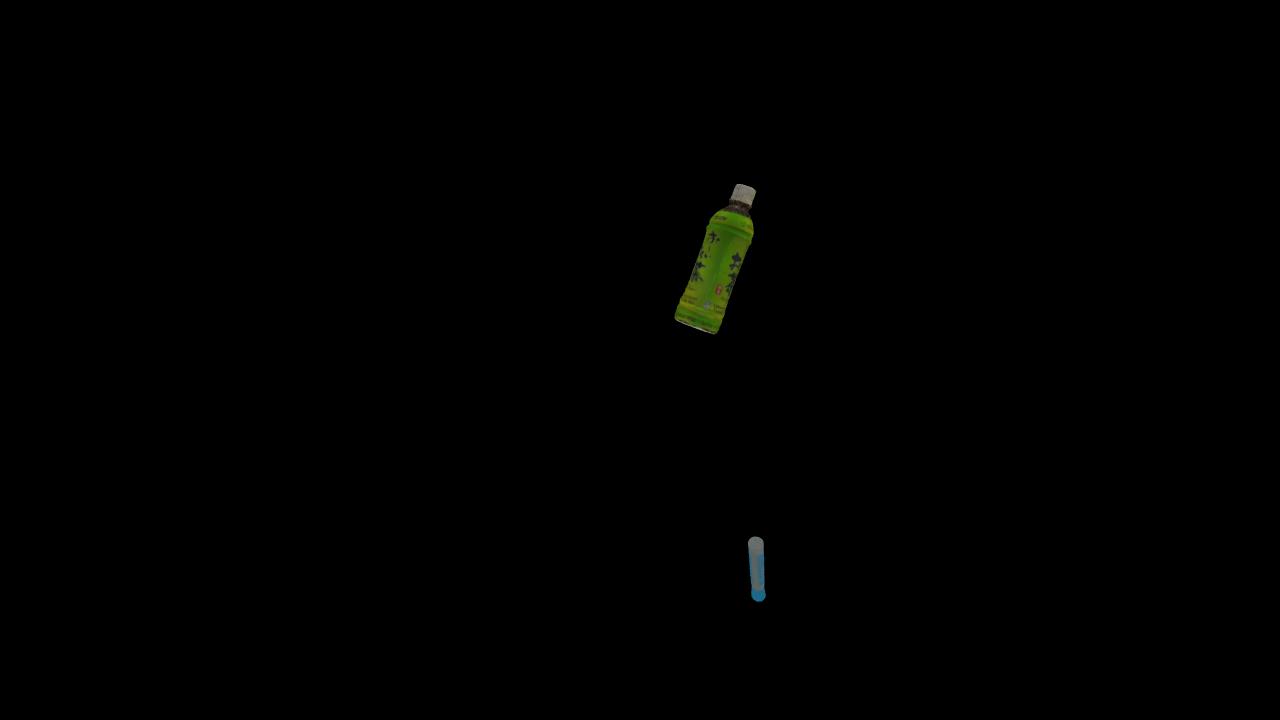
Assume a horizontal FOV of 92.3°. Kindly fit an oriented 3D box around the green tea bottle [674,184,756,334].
[{"bbox_3d":[0.114,-0.146,0.882,0.073,0.212,0.073,18,5,-2],"label":"green tea bottle"}]

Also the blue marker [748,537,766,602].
[{"bbox_3d":[0.147,0.266,0.773,0.020,0.121,0.020,-6,38,5],"label":"blue marker"}]
